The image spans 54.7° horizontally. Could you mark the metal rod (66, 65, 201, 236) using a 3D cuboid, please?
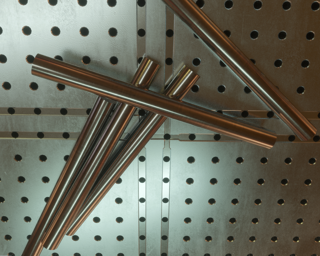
[{"bbox_3d":[-0.049,0.041,0.427,0.025,0.025,0.299,35,106,-12],"label":"metal rod"}]

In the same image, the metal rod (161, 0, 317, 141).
[{"bbox_3d":[0.090,-0.087,0.382,0.300,0.025,0.025,41,105,-14],"label":"metal rod"}]

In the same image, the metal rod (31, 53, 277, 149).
[{"bbox_3d":[0.003,-0.028,0.374,0.302,0.025,0.025,17,109,-11],"label":"metal rod"}]

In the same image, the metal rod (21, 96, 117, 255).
[{"bbox_3d":[-0.138,0.086,0.443,0.025,0.025,0.298,27,108,-10],"label":"metal rod"}]

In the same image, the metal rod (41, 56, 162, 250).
[{"bbox_3d":[-0.084,0.042,0.415,0.025,0.025,0.299,29,103,-11],"label":"metal rod"}]
